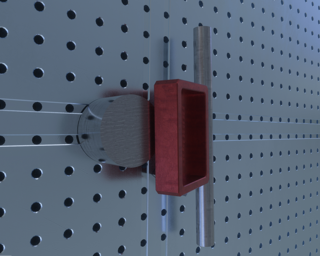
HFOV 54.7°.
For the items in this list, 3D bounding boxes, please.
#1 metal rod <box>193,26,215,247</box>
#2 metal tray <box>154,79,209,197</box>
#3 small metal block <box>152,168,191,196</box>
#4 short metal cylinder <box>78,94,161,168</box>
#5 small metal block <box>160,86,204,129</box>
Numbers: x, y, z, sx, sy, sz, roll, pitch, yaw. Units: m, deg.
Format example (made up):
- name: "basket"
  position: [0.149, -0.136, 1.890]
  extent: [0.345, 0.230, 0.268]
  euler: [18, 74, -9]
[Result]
- name: "metal rod"
  position: [0.061, 0.012, 0.430]
  extent: [0.025, 0.025, 0.298]
  euler: [-2, 91, -40]
- name: "metal tray"
  position: [0.029, 0.010, 0.381]
  extent: [0.090, 0.030, 0.129]
  euler: [-3, 92, -60]
- name: "small metal block"
  position: [0.025, 0.059, 0.431]
  extent: [0.050, 0.025, 0.050]
  euler: [47, 62, -30]
- name: "short metal cylinder"
  position: [-0.045, 0.003, 0.355]
  extent: [0.081, 0.050, 0.079]
  euler: [0, 90, -40]
- name: "small metal block"
  position: [0.032, -0.029, 0.438]
  extent: [0.050, 0.025, 0.050]
  euler: [-19, 103, -39]
